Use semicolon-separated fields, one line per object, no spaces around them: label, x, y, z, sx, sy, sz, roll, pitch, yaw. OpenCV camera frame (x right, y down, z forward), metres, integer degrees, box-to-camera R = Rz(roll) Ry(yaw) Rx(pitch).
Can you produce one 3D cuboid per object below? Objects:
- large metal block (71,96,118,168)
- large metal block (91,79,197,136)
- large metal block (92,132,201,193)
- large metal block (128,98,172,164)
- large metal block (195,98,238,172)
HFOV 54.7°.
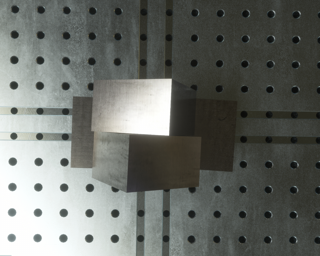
large metal block;-0.073;0.005;0.385;0.050;0.080;0.079;2;90;0
large metal block;-0.013;-0.019;0.322;0.080;0.080;0.050;3;90;22
large metal block;-0.016;0.031;0.319;0.081;0.080;0.050;3;90;-34
large metal block;-0.006;0.005;0.399;0.081;0.050;0.079;3;90;-1
large metal block;0.059;0.008;0.386;0.050;0.080;0.079;4;90;0
